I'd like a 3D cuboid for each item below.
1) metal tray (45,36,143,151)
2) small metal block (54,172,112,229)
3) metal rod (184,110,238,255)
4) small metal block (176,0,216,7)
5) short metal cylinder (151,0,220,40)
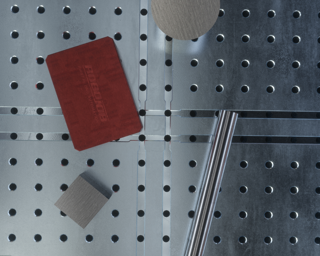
[{"bbox_3d":[-0.085,-0.044,0.410,0.090,0.030,0.129,-18,90,-1],"label":"metal tray"},{"bbox_3d":[-0.102,0.096,0.412,0.050,0.025,0.050,40,90,-1],"label":"small metal block"},{"bbox_3d":[0.056,0.123,0.414,0.025,0.025,0.298,14,90,-1],"label":"metal rod"},{"bbox_3d":[0.051,-0.195,0.414,0.050,0.025,0.050,9,90,-1],"label":"small metal block"},{"bbox_3d":[0.032,-0.156,0.382,0.080,0.050,0.079,3,127,4],"label":"short metal cylinder"}]
